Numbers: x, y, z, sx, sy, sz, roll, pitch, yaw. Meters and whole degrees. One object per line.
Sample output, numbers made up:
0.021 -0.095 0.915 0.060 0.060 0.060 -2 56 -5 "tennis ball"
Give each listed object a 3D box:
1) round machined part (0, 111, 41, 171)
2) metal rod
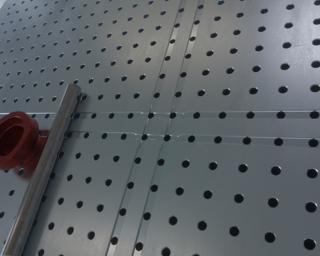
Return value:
-0.236 0.024 0.507 0.098 0.042 0.098 -13 56 21 "round machined part"
-0.174 0.063 0.460 0.025 0.025 0.300 -2 60 27 "metal rod"
